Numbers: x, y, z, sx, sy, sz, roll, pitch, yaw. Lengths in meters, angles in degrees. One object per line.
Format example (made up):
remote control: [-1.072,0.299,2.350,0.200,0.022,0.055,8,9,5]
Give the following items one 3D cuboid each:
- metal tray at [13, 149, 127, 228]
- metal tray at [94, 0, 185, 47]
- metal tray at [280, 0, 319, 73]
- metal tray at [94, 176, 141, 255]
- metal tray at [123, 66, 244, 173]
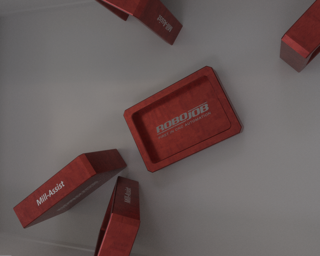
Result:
metal tray: [-0.118,0.079,0.417,0.130,0.090,0.030,-37,78,16]
metal tray: [-0.030,-0.147,0.381,0.090,0.130,0.030,32,101,17]
metal tray: [0.180,-0.121,0.312,0.030,0.090,0.130,45,104,14]
metal tray: [-0.053,0.121,0.373,0.030,0.130,0.089,18,97,-7]
metal tray: [0.028,-0.009,0.397,0.130,0.030,0.090,-27,81,18]
